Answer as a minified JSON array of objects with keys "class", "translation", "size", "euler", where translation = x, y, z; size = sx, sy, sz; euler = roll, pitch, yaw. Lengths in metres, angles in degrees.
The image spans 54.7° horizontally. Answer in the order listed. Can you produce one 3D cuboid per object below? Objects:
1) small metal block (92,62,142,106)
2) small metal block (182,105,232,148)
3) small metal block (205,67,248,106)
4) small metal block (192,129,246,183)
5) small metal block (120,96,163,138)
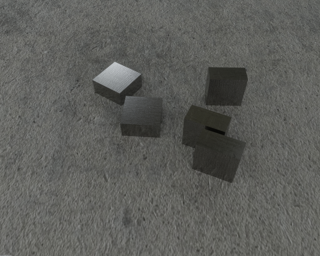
[{"class":"small metal block","translation":[-0.062,-0.066,0.458],"size":[0.050,0.025,0.050],"euler":[27,55,21]},{"class":"small metal block","translation":[0.057,0.004,0.384],"size":[0.050,0.050,0.025],"euler":[19,53,15]},{"class":"small metal block","translation":[0.092,-0.058,0.436],"size":[0.050,0.050,0.025],"euler":[1,50,1]},{"class":"small metal block","translation":[0.067,0.033,0.360],"size":[0.050,0.050,0.025],"euler":[19,53,15]},{"class":"small metal block","translation":[-0.023,-0.015,0.416],"size":[0.050,0.025,0.050],"euler":[3,50,2]}]
